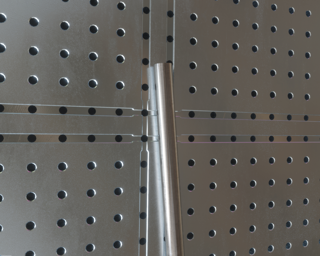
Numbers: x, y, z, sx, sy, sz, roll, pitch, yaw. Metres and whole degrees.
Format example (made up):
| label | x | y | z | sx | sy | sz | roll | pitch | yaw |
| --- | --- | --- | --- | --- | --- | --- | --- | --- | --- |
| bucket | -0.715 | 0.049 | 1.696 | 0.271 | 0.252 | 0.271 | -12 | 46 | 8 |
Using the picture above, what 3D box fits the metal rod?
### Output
| label | x | y | z | sx | sy | sz | roll | pitch | yaw |
| --- | --- | --- | --- | --- | --- | --- | --- | --- | --- |
| metal rod | 0.014 | 0.064 | 0.417 | 0.025 | 0.025 | 0.298 | -4 | 92 | -20 |
